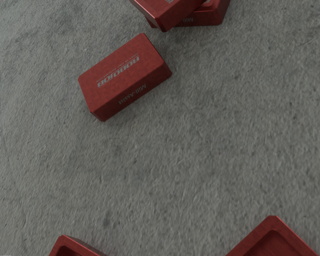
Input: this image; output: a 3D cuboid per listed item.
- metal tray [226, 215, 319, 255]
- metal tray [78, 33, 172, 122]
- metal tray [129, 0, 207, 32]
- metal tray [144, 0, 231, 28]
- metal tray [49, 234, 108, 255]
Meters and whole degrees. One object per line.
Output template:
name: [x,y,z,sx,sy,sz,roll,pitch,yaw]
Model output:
metal tray: [0.084,0.152,0.262,0.130,0.030,0.090,-42,51,-2]
metal tray: [-0.057,-0.080,0.478,0.130,0.030,0.090,-34,52,5]
metal tray: [0.006,-0.215,0.488,0.090,0.030,0.130,-38,51,2]
metal tray: [0.047,-0.208,0.502,0.130,0.030,0.090,9,66,31]
metal tray: [-0.101,0.195,0.332,0.090,0.030,0.130,14,68,33]
